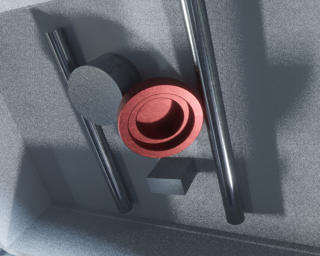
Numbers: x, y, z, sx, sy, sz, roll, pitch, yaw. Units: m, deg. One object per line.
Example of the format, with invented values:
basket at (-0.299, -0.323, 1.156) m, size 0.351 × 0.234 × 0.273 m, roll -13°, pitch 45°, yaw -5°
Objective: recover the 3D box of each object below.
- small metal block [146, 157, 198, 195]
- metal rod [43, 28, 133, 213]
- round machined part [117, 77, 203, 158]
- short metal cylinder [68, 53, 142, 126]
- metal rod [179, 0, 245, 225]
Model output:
small metal block at (0.017, 0.064, 0.422) m, size 0.050 × 0.050 × 0.025 m, roll -2°, pitch 117°, yaw 29°
metal rod at (-0.098, 0.004, 0.460) m, size 0.025 × 0.025 × 0.298 m, roll -3°, pitch 117°, yaw 29°
round machined part at (-0.002, -0.016, 0.368) m, size 0.099 × 0.042 × 0.097 m, roll -6°, pitch 122°, yaw -9°
short metal cylinder at (-0.069, -0.049, 0.396) m, size 0.080 × 0.050 × 0.079 m, roll 13°, pitch 124°, yaw 21°
metal rod at (0.067, -0.005, 0.369) m, size 0.025 × 0.025 × 0.298 m, roll -2°, pitch 118°, yaw 29°
